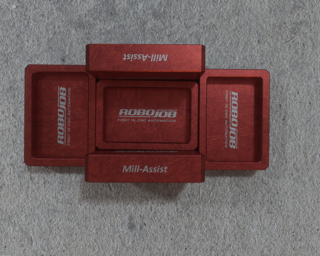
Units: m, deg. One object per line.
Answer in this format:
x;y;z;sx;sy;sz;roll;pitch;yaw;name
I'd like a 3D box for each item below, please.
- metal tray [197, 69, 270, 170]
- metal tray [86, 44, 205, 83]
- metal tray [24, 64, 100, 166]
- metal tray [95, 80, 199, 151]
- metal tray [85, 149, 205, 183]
0.095;-0.011;0.410;0.091;0.030;0.129;1;90;-1;metal tray
-0.016;-0.076;0.378;0.131;0.090;0.030;0;90;-1;metal tray
-0.127;-0.016;0.407;0.091;0.030;0.129;1;90;-1;metal tray
-0.017;-0.016;0.408;0.131;0.030;0.089;1;90;-1;metal tray
-0.016;0.044;0.377;0.131;0.090;0.030;0;90;-1;metal tray
